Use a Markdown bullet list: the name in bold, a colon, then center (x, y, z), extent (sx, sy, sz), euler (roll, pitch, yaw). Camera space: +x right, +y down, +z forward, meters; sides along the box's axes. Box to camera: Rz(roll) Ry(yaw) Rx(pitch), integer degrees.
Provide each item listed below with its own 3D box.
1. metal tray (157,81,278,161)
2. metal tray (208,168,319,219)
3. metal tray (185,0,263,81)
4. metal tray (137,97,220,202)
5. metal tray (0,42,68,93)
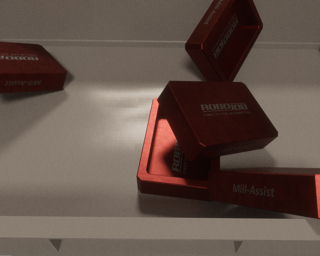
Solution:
- **metal tray**: center (0.071, -0.013, 0.373), extent (0.131, 0.030, 0.090), euler (-5, 57, -35)
- **metal tray**: center (0.117, 0.053, 0.283), extent (0.091, 0.130, 0.030), euler (2, 84, -28)
- **metal tray**: center (0.098, -0.134, 0.451), extent (0.030, 0.090, 0.130), euler (14, 66, 45)
- **metal tray**: center (0.027, 0.021, 0.384), extent (0.091, 0.030, 0.130), euler (6, 50, 4)
- **metal tray**: center (-0.211, -0.087, 0.433), extent (0.131, 0.030, 0.090), euler (-12, 46, -48)
